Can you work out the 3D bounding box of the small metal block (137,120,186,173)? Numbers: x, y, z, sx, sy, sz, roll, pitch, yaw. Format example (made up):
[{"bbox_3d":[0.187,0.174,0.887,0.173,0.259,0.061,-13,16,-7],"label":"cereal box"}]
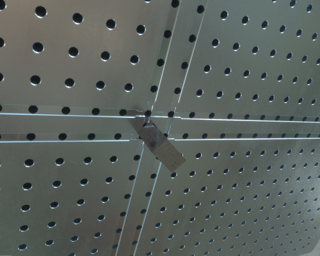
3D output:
[{"bbox_3d":[0.002,0.024,0.410,0.025,0.050,0.050,-41,129,0],"label":"small metal block"}]
